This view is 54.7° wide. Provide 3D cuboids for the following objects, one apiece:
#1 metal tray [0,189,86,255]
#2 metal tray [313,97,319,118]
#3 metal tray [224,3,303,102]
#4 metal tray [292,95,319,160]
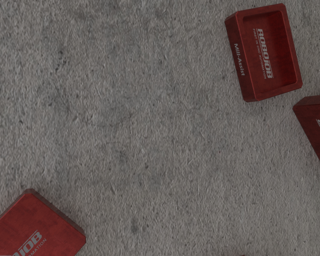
[{"bbox_3d":[-0.161,0.146,0.347,0.090,0.030,0.130,46,76,-15],"label":"metal tray"},{"bbox_3d":[0.325,-0.042,0.522,0.131,0.030,0.090,-41,103,-19],"label":"metal tray"},{"bbox_3d":[0.156,-0.112,0.463,0.091,0.030,0.129,-17,96,-19],"label":"metal tray"},{"bbox_3d":[0.272,0.011,0.474,0.030,0.090,0.130,-36,102,-16],"label":"metal tray"}]
